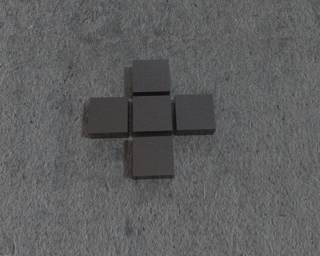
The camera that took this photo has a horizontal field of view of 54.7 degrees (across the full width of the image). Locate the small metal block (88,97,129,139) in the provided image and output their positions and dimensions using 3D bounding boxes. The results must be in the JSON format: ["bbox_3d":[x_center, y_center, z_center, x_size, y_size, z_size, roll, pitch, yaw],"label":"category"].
[{"bbox_3d":[-0.067,-0.013,0.413,0.050,0.025,0.050,-2,70,-1],"label":"small metal block"}]

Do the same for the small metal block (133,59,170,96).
[{"bbox_3d":[-0.012,-0.068,0.434,0.050,0.025,0.050,-2,70,-1],"label":"small metal block"}]

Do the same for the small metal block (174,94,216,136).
[{"bbox_3d":[0.046,-0.017,0.416,0.050,0.025,0.050,-2,70,-1],"label":"small metal block"}]

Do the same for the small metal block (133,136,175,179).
[{"bbox_3d":[-0.008,0.038,0.395,0.050,0.025,0.050,-2,70,-1],"label":"small metal block"}]

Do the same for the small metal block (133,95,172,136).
[{"bbox_3d":[-0.010,-0.015,0.415,0.050,0.025,0.050,-2,70,-1],"label":"small metal block"}]
